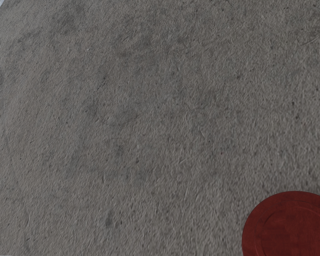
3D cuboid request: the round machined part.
[{"bbox_3d":[0.120,0.101,0.268,0.098,0.042,0.098,-13,56,21],"label":"round machined part"}]
